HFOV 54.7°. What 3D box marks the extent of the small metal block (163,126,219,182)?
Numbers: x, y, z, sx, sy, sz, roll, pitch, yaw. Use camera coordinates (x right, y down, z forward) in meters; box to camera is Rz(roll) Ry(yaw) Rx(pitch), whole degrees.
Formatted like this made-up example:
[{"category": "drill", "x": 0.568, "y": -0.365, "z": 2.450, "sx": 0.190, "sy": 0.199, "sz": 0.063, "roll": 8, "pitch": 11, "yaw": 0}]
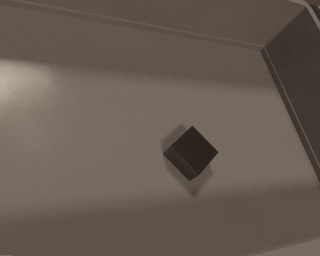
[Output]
[{"category": "small metal block", "x": 0.041, "y": 0.033, "z": 0.409, "sx": 0.050, "sy": 0.025, "sz": 0.050, "roll": 46, "pitch": 51, "yaw": 4}]
